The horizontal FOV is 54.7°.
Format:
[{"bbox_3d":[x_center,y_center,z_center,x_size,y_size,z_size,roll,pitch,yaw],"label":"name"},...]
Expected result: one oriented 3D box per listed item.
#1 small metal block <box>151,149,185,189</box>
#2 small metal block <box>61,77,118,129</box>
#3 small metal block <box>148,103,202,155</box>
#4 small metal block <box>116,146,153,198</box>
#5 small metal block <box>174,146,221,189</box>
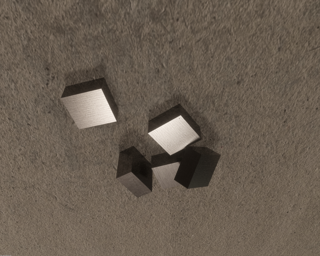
[{"bbox_3d":[0.019,0.061,0.460,0.050,0.025,0.050,-15,129,12],"label":"small metal block"},{"bbox_3d":[-0.085,-0.030,0.381,0.050,0.025,0.050,-12,130,9],"label":"small metal block"},{"bbox_3d":[0.020,0.003,0.410,0.050,0.025,0.050,-29,125,22],"label":"small metal block"},{"bbox_3d":[-0.035,0.063,0.444,0.025,0.050,0.050,-26,126,20],"label":"small metal block"},{"bbox_3d":[0.052,0.054,0.427,0.050,0.025,0.050,7,107,-50],"label":"small metal block"}]
